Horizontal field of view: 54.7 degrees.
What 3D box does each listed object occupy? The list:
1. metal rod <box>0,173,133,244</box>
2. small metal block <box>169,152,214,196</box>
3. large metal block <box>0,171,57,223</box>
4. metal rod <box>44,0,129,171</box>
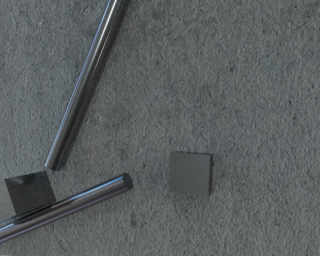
[{"bbox_3d":[-0.174,0.133,0.468,0.300,0.025,0.025,-25,82,17],"label":"metal rod"},{"bbox_3d":[0.040,0.057,0.394,0.050,0.025,0.050,3,91,19],"label":"small metal block"},{"bbox_3d":[-0.217,0.105,0.454,0.080,0.080,0.050,-25,82,18],"label":"large metal block"},{"bbox_3d":[-0.101,-0.077,0.443,0.025,0.025,0.298,26,98,18],"label":"metal rod"}]
